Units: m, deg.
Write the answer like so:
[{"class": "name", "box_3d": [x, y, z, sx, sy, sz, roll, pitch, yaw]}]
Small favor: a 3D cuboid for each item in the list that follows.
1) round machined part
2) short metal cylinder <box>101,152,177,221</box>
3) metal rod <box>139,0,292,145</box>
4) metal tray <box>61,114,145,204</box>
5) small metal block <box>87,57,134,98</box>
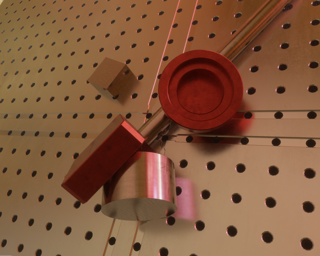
[{"class": "round machined part", "box_3d": [0.048, -0.042, 0.380, 0.099, 0.042, 0.097, -1, 81, 4]}, {"class": "short metal cylinder", "box_3d": [-0.023, 0.067, 0.343, 0.080, 0.080, 0.050, -15, 56, 19]}, {"class": "metal rod", "box_3d": [0.082, -0.092, 0.420, 0.300, 0.025, 0.025, -45, 51, -4]}, {"class": "metal tray", "box_3d": [-0.066, 0.028, 0.369, 0.090, 0.030, 0.130, -46, 11, -2]}, {"class": "small metal block", "box_3d": [-0.080, -0.082, 0.499, 0.050, 0.025, 0.050, 26, 76, 36]}]
